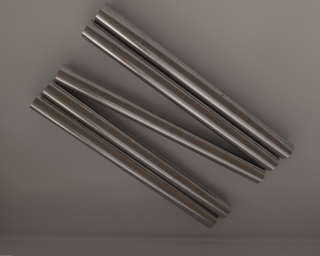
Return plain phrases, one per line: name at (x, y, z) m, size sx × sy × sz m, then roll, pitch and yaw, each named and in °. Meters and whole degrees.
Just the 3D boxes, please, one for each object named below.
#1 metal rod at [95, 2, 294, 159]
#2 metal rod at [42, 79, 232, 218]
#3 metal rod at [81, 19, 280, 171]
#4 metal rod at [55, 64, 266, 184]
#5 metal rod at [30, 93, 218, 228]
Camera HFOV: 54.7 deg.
metal rod at (0.052, -0.052, 0.391) m, size 0.301 × 0.025 × 0.025 m, roll 35°, pitch 106°, yaw -12°
metal rod at (-0.022, 0.035, 0.423) m, size 0.301 × 0.025 × 0.025 m, roll 36°, pitch 106°, yaw -13°
metal rod at (0.035, -0.034, 0.397) m, size 0.301 × 0.025 × 0.025 m, roll 35°, pitch 106°, yaw -12°
metal rod at (0.008, -0.001, 0.410) m, size 0.301 × 0.025 × 0.025 m, roll 27°, pitch 108°, yaw -10°
metal rod at (-0.040, 0.051, 0.428) m, size 0.301 × 0.025 × 0.025 m, roll 36°, pitch 106°, yaw -13°
